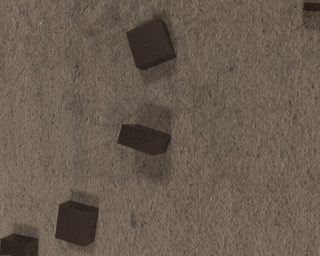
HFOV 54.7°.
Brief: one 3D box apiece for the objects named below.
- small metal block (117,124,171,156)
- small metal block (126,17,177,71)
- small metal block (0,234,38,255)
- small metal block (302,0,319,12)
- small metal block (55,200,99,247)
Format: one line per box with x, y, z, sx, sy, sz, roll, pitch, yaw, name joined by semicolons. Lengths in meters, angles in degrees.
-0.019;0.014;0.402;0.050;0.050;0.025;18;96;19;small metal block
-0.011;-0.110;0.412;0.050;0.025;0.050;-18;84;18;small metal block
-0.221;0.198;0.485;0.050;0.025;0.050;3;91;19;small metal block
0.191;-0.158;0.342;0.050;0.025;0.050;12;94;19;small metal block
-0.121;0.138;0.450;0.050;0.025;0.050;9;93;19;small metal block
